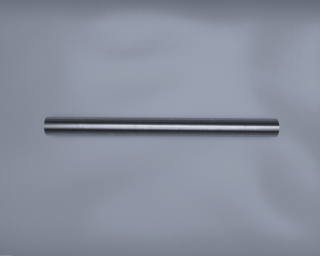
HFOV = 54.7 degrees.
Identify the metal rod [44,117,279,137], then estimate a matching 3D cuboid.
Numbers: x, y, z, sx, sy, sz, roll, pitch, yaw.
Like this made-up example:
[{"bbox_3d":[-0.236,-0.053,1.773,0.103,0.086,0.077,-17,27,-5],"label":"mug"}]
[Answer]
[{"bbox_3d":[0.003,-0.001,0.409,0.302,0.025,0.025,0,90,-1],"label":"metal rod"}]
